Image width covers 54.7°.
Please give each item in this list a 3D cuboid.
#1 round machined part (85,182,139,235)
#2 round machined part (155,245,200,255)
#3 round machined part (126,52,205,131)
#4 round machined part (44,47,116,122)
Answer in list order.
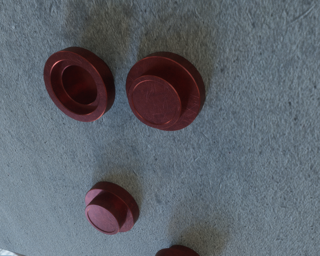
[{"bbox_3d":[-0.088,0.143,0.531,0.098,0.042,0.097,13,124,21],"label":"round machined part"},{"bbox_3d":[0.036,0.238,0.524,0.098,0.042,0.097,13,124,21],"label":"round machined part"},{"bbox_3d":[0.001,-0.038,0.372,0.098,0.042,0.097,13,124,21],"label":"round machined part"},{"bbox_3d":[-0.101,-0.060,0.412,0.098,0.042,0.097,13,124,21],"label":"round machined part"}]
